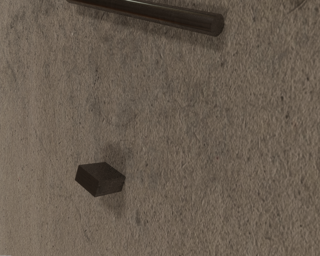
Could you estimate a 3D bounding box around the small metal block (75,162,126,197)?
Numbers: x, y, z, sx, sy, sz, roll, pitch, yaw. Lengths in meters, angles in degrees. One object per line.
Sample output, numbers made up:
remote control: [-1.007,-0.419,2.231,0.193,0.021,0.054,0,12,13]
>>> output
small metal block: [-0.088,0.075,0.459,0.050,0.050,0.025,28,108,36]

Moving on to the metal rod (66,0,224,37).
metal rod: [-0.043,-0.170,0.438,0.300,0.025,0.025,27,107,36]
